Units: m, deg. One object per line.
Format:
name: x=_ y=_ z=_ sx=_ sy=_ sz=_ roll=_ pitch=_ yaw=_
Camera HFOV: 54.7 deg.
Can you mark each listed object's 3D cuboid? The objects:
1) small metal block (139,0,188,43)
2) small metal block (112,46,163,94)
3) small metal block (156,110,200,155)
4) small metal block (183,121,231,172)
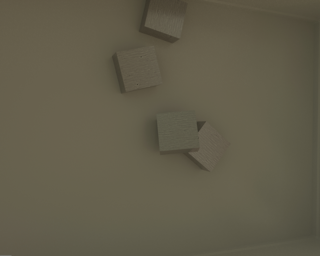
small metal block: x=0.004 y=-0.147 z=0.413 sx=0.050 sy=0.025 sz=0.050 roll=14 pitch=85 yaw=-20
small metal block: x=-0.029 y=-0.075 z=0.400 sx=0.050 sy=0.025 sz=0.050 roll=-15 pitch=95 yaw=-20
small metal block: x=0.023 y=0.006 z=0.405 sx=0.050 sy=0.025 sz=0.050 roll=-5 pitch=74 yaw=-1
small metal block: x=0.062 y=0.026 z=0.435 sx=0.050 sy=0.025 sz=0.050 roll=41 pitch=77 yaw=-16
